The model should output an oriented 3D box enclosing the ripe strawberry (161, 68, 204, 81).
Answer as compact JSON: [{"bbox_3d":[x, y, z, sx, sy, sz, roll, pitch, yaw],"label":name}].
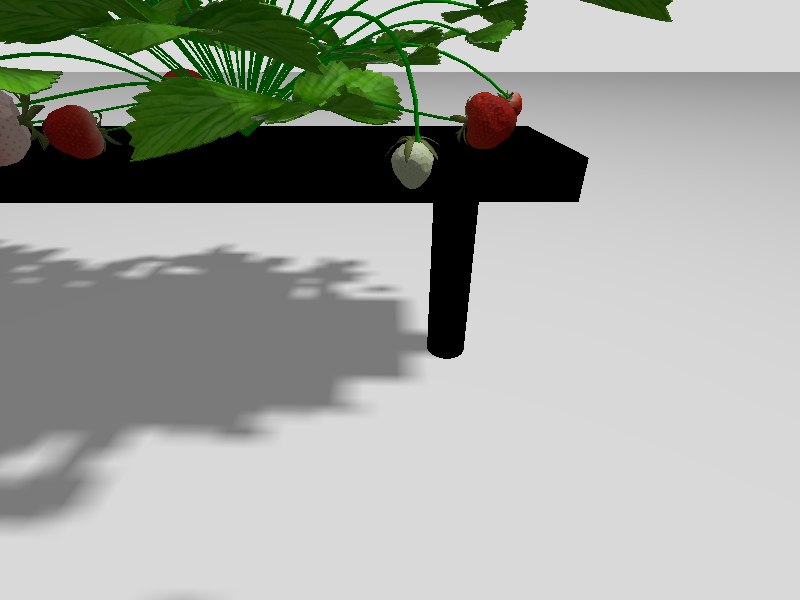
[{"bbox_3d":[-0.203,-0.190,0.377,0.050,0.050,0.047,25,39,36],"label":"ripe strawberry"}]

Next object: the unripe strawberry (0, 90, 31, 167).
[{"bbox_3d":[-0.245,-0.100,0.228,0.049,0.048,0.045,-24,39,-34],"label":"unripe strawberry"}]

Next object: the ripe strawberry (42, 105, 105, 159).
[{"bbox_3d":[-0.199,-0.102,0.244,0.026,0.030,0.029,23,39,33],"label":"ripe strawberry"}]

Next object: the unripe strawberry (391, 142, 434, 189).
[{"bbox_3d":[0.007,-0.066,0.195,0.023,0.023,0.019,-25,39,-35],"label":"unripe strawberry"}]

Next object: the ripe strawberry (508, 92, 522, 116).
[{"bbox_3d":[0.114,-0.198,0.410,0.024,0.025,0.022,35,9,-37],"label":"ripe strawberry"}]

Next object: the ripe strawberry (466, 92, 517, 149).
[{"bbox_3d":[0.060,-0.119,0.267,0.034,0.035,0.031,10,32,15],"label":"ripe strawberry"}]
